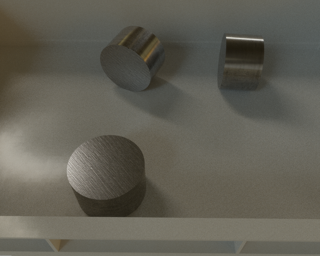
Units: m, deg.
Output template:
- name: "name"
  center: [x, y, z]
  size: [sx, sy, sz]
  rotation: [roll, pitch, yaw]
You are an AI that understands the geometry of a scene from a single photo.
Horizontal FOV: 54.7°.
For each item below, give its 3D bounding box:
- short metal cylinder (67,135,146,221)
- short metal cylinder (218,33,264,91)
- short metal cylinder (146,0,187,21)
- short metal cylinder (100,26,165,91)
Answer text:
- name: "short metal cylinder"
  center: [-0.056, 0.054, 0.342]
  size: [0.081, 0.050, 0.080]
  rotation: [0, 50, 0]
- name: "short metal cylinder"
  center: [0.115, -0.096, 0.451]
  size: [0.050, 0.080, 0.080]
  rotation: [5, 50, 3]
- name: "short metal cylinder"
  center: [0.013, -0.253, 0.604]
  size: [0.081, 0.050, 0.080]
  rotation: [0, 50, 0]
- name: "short metal cylinder"
  center: [-0.039, -0.100, 0.453]
  size: [0.080, 0.080, 0.050]
  rotation: [19, 53, 15]
